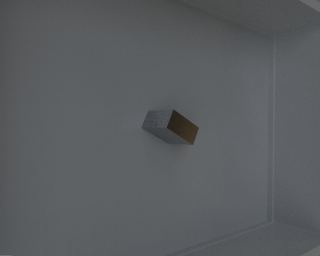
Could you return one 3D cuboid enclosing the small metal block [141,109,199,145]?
[{"bbox_3d":[0.013,0.000,0.403,0.050,0.050,0.025,33,70,-36],"label":"small metal block"}]
